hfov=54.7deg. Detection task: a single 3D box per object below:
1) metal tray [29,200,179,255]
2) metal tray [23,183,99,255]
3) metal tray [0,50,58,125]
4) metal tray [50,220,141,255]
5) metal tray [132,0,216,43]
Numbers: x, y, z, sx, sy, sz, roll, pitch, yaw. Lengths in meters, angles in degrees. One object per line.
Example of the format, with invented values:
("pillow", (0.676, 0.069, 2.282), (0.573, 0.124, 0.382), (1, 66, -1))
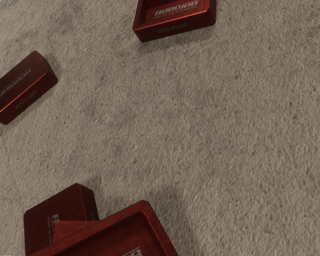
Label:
("metal tray", (-0.050, 0.136, 0.287), (0.131, 0.030, 0.090), (-22, 64, -22))
("metal tray", (-0.115, 0.143, 0.371), (0.090, 0.030, 0.130), (-30, 52, 8))
("metal tray", (-0.262, -0.078, 0.583), (0.130, 0.030, 0.090), (-40, 51, 0))
("metal tray", (-0.065, 0.160, 0.306), (0.091, 0.030, 0.130), (3, 57, -9))
("metal tray", (0.024, -0.196, 0.506), (0.130, 0.030, 0.090), (-7, 59, 24))
